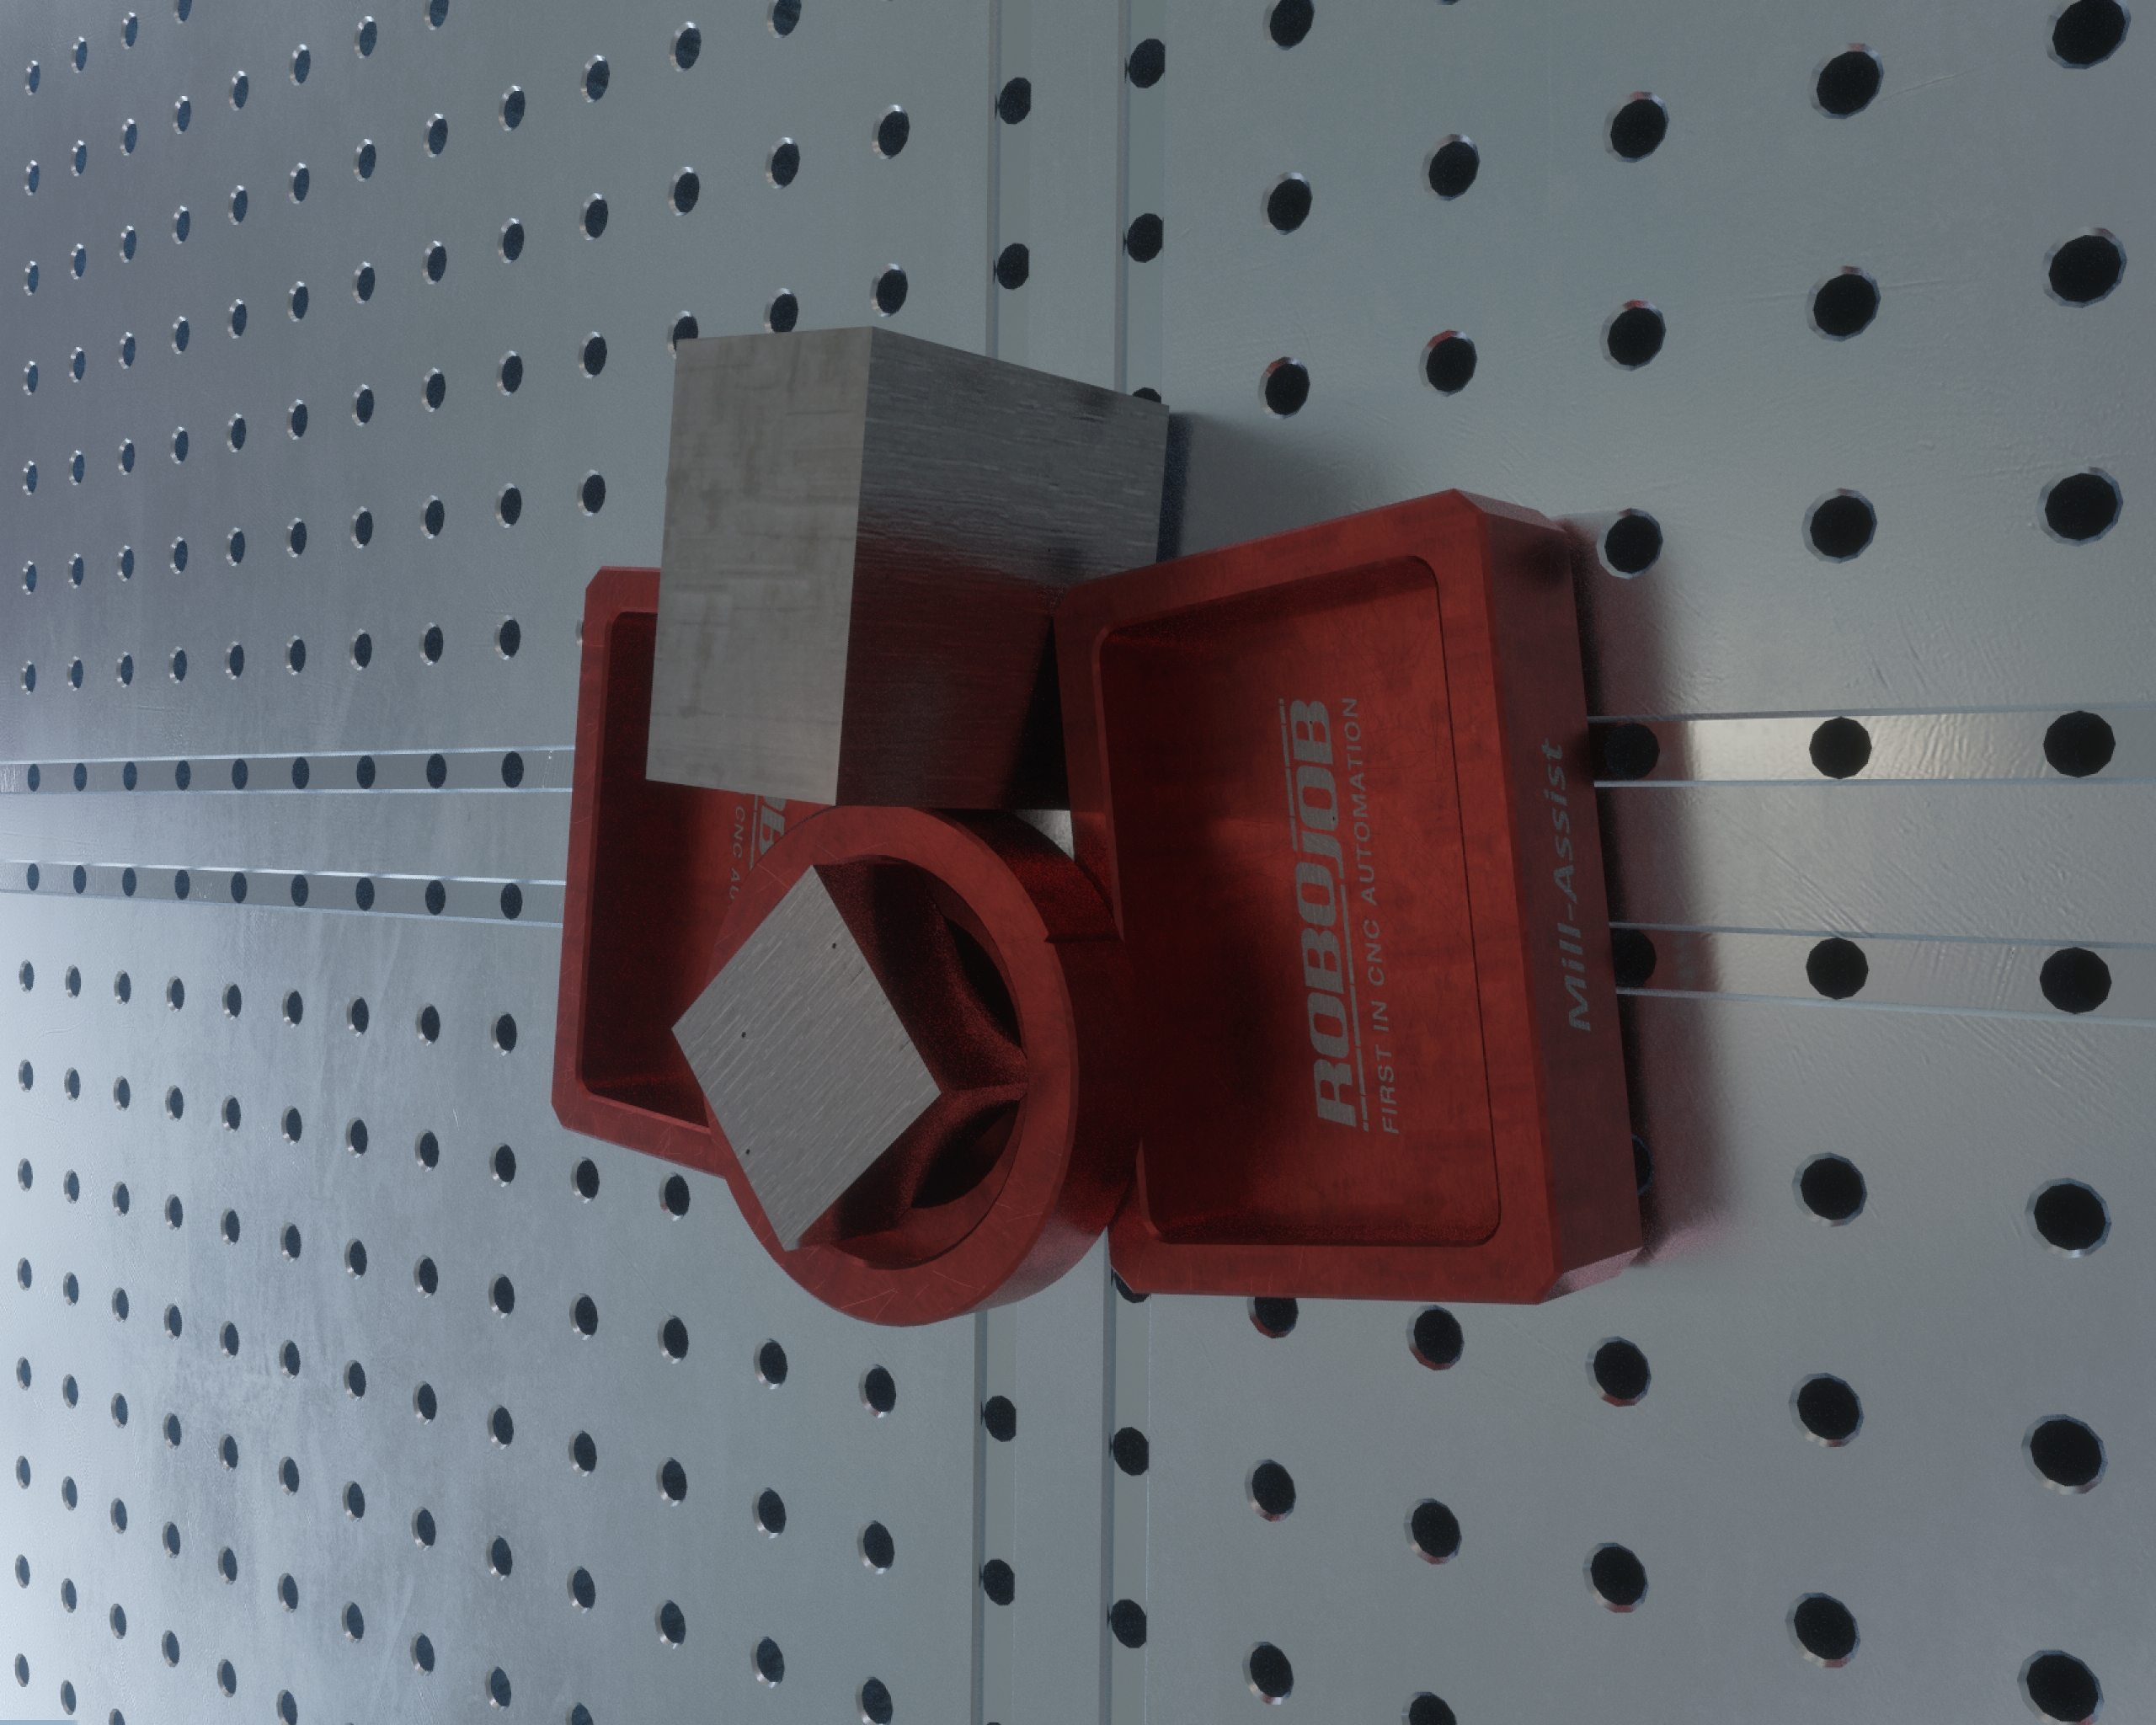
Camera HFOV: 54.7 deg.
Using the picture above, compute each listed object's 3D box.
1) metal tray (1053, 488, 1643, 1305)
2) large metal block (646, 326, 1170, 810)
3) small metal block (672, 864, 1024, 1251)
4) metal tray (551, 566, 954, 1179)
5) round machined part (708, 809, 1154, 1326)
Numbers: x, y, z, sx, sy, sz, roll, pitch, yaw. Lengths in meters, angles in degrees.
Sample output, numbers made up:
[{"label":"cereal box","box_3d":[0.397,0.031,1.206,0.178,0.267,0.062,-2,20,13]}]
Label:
[{"label":"metal tray","box_3d":[0.044,0.009,0.364,0.090,0.030,0.129,-8,85,39]},{"label":"large metal block","box_3d":[-0.031,-0.052,0.394,0.050,0.081,0.079,8,95,40]},{"label":"small metal block","box_3d":[-0.042,0.035,0.384,0.050,0.025,0.050,-47,62,30]},{"label":"metal tray","box_3d":[-0.073,0.002,0.461,0.090,0.030,0.129,8,95,39]},{"label":"round machined part","box_3d":[-0.024,0.036,0.401,0.098,0.042,0.097,0,90,40]}]
